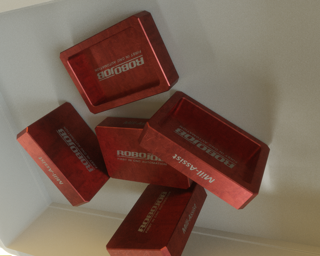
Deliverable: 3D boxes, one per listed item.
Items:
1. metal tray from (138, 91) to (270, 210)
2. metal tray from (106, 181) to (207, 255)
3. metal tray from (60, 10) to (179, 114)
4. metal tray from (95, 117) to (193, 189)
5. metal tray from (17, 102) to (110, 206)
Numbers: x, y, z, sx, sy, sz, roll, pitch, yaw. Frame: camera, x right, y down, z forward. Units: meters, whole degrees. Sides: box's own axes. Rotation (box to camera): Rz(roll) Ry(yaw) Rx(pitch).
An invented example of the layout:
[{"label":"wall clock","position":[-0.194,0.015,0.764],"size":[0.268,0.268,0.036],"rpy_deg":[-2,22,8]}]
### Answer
[{"label":"metal tray","position":[0.053,0.019,0.347],"size":[0.130,0.090,0.030],"rpy_deg":[33,129,6]},{"label":"metal tray","position":[0.000,0.121,0.410],"size":[0.090,0.131,0.030],"rpy_deg":[-13,112,32]},{"label":"metal tray","position":[-0.052,-0.075,0.383],"size":[0.130,0.030,0.090],"rpy_deg":[-14,112,33]},{"label":"metal tray","position":[-0.020,0.033,0.431],"size":[0.130,0.030,0.089],"rpy_deg":[3,120,26]},{"label":"metal tray","position":[-0.129,0.036,0.452],"size":[0.030,0.090,0.130],"rpy_deg":[-27,104,36]}]
